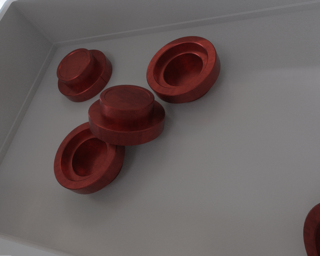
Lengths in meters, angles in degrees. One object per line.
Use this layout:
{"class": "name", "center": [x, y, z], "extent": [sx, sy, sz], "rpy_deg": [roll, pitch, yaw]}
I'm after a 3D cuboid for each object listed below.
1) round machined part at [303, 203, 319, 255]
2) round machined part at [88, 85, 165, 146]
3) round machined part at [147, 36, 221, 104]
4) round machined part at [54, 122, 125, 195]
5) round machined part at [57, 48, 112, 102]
{"class": "round machined part", "center": [0.162, 0.093, 0.229], "extent": [0.042, 0.097, 0.098], "rpy_deg": [-15, 46, -25]}
{"class": "round machined part", "center": [-0.042, -0.023, 0.399], "extent": [0.099, 0.042, 0.098], "rpy_deg": [3, 33, -2]}
{"class": "round machined part", "center": [0.035, -0.074, 0.422], "extent": [0.098, 0.042, 0.098], "rpy_deg": [-13, 56, 21]}
{"class": "round machined part", "center": [-0.089, 0.042, 0.416], "extent": [0.098, 0.042, 0.098], "rpy_deg": [-13, 56, 21]}
{"class": "round machined part", "center": [-0.134, -0.096, 0.524], "extent": [0.098, 0.042, 0.098], "rpy_deg": [-13, 56, 21]}
